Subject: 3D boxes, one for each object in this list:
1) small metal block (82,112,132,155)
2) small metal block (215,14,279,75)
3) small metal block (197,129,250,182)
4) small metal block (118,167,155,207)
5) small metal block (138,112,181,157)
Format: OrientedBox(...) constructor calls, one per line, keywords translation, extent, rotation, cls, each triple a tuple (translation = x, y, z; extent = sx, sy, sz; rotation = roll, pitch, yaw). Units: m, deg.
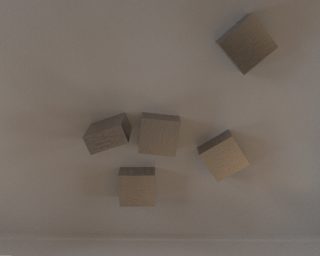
OrientedBox(translation=(-0.066, 0.006, 0.400), extent=(0.050, 0.050, 0.025), rotation=(-18, 109, 6), cls="small metal block")
OrientedBox(translation=(0.104, -0.101, 0.375), extent=(0.050, 0.025, 0.050), rotation=(-40, 106, 13), cls="small metal block")
OrientedBox(translation=(0.087, 0.038, 0.426), extent=(0.050, 0.025, 0.050), rotation=(-31, 107, 11), cls="small metal block")
OrientedBox(translation=(-0.032, 0.084, 0.442), extent=(0.050, 0.025, 0.050), rotation=(0, 110, 0), cls="small metal block")
OrientedBox(translation=(-0.001, 0.009, 0.414), extent=(0.050, 0.025, 0.050), rotation=(6, 110, -3), cls="small metal block")
